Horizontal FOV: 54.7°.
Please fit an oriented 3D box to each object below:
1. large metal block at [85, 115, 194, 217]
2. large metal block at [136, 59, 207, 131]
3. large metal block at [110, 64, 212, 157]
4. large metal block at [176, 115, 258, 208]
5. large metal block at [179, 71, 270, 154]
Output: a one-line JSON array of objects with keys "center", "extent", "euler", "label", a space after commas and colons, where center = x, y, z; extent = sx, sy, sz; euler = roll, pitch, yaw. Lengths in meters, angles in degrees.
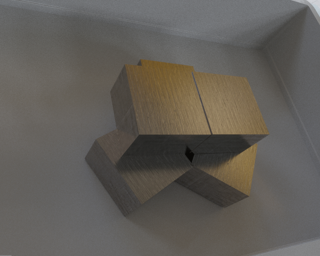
[{"center": [-0.024, 0.039, 0.351], "extent": [0.081, 0.050, 0.080], "euler": [-29, 78, -37], "label": "large metal block"}, {"center": [0.008, -0.041, 0.417], "extent": [0.081, 0.050, 0.080], "euler": [1, 61, -28], "label": "large metal block"}, {"center": [-0.002, -0.017, 0.333], "extent": [0.081, 0.050, 0.080], "euler": [1, 62, -28], "label": "large metal block"}, {"center": [0.072, 0.043, 0.399], "extent": [0.080, 0.050, 0.080], "euler": [30, 52, -9], "label": "large metal block"}, {"center": [0.070, -0.017, 0.369], "extent": [0.081, 0.050, 0.080], "euler": [1, 62, -28], "label": "large metal block"}]
